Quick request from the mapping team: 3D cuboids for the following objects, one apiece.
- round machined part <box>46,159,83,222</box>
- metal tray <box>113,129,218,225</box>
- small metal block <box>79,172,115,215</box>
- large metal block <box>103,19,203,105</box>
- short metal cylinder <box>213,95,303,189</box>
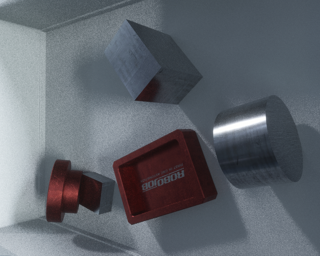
[{"bbox_3d":[-0.149,0.100,0.494,0.098,0.042,0.097,-172,89,-80],"label":"round machined part"},{"bbox_3d":[0.000,0.065,0.401,0.130,0.030,0.090,-28,73,36],"label":"metal tray"},{"bbox_3d":[-0.100,0.101,0.486,0.050,0.025,0.050,13,98,39],"label":"small metal block"},{"bbox_3d":[-0.008,-0.077,0.376,0.050,0.081,0.080,-48,62,29],"label":"large metal block"},{"bbox_3d":[0.094,0.014,0.293,0.050,0.081,0.080,-18,79,38],"label":"short metal cylinder"}]
